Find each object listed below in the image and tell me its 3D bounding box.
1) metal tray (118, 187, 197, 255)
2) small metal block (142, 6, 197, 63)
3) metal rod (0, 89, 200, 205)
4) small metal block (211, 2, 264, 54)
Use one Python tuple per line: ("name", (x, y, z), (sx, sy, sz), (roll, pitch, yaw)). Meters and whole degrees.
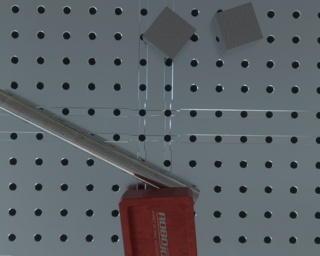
("metal tray", (0.001, 0.144, 0.396), (0.091, 0.030, 0.129), (-4, 99, 5))
("small metal block", (0.012, -0.123, 0.414), (0.050, 0.025, 0.050), (38, 90, -1))
("metal rod", (-0.087, 0.025, 0.412), (0.301, 0.025, 0.025), (27, 90, -1))
("small metal block", (0.103, -0.133, 0.415), (0.050, 0.025, 0.050), (-19, 90, -1))
